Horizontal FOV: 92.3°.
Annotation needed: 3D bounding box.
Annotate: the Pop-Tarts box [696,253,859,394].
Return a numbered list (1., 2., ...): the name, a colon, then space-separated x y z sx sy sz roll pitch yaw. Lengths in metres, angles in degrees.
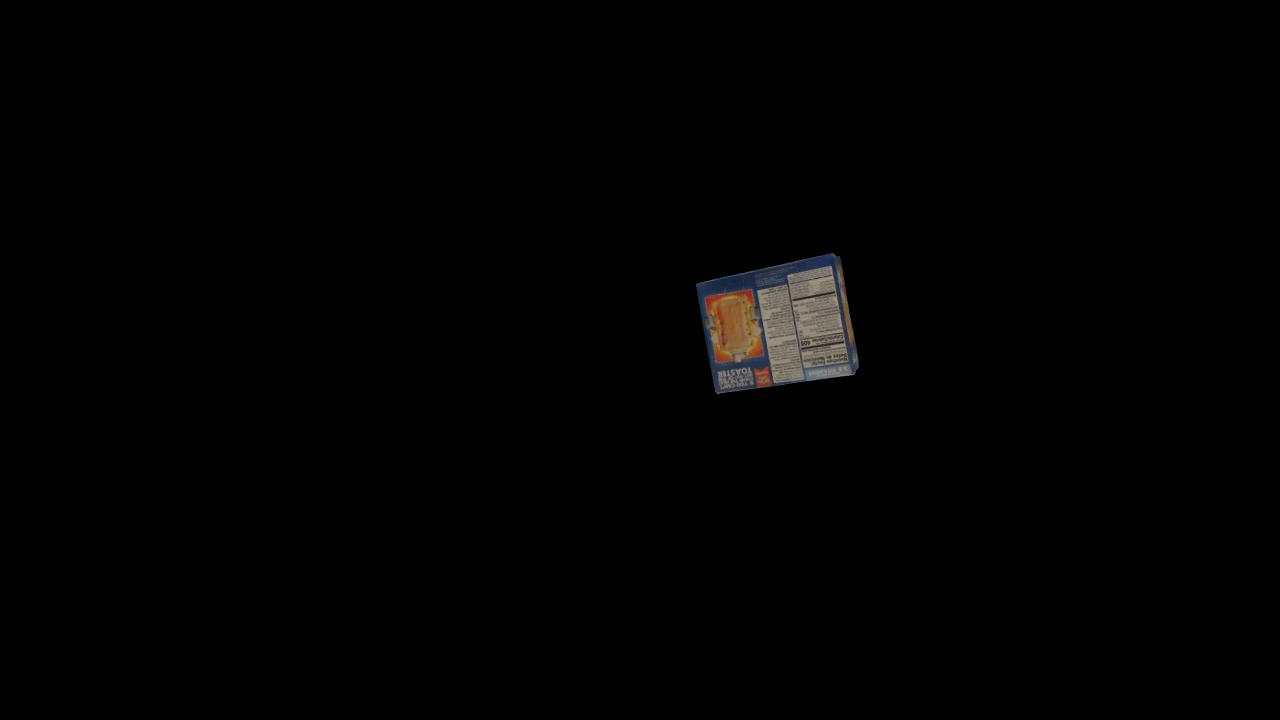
1. Pop-Tarts box: 0.169 -0.042 0.754 0.167 0.141 0.083 -10 2 26
